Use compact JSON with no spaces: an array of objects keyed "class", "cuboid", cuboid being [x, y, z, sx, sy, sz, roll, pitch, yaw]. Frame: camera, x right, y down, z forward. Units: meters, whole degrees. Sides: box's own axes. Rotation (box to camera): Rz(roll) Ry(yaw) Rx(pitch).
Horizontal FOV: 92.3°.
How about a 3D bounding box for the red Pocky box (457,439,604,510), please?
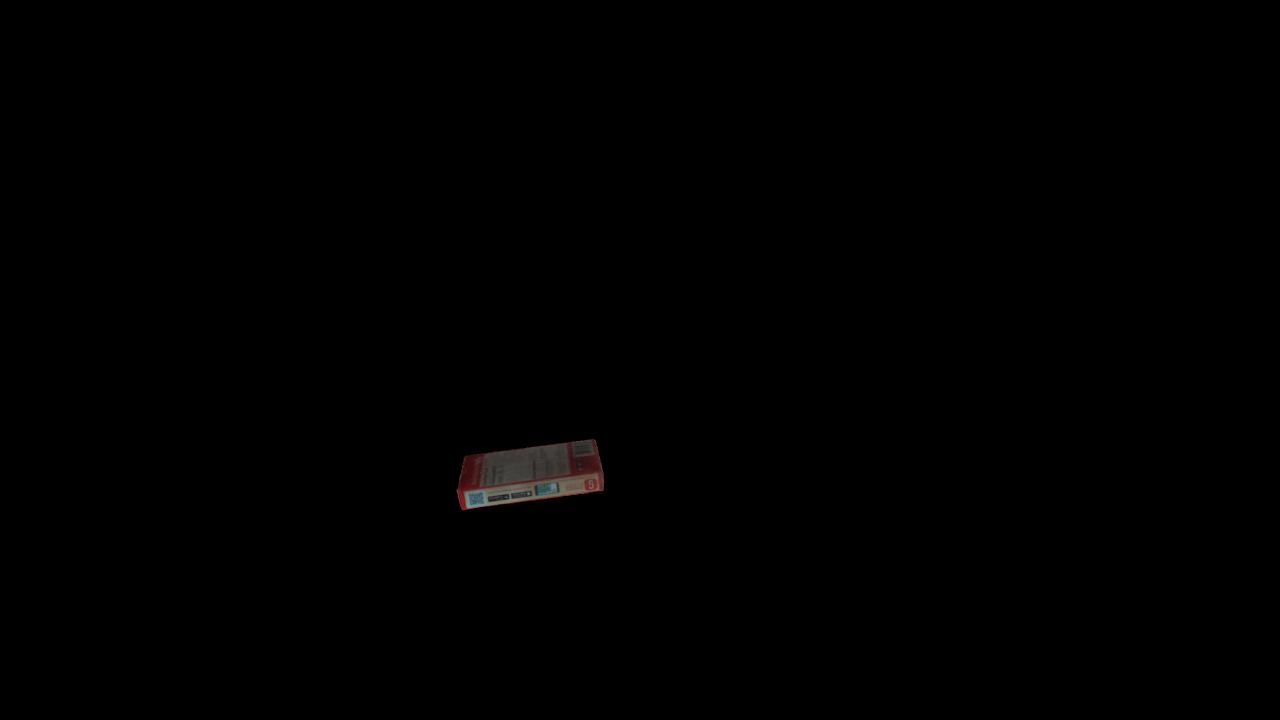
[{"class":"red Pocky box","cuboid":[-0.121,0.127,0.692,0.155,0.028,0.083,-6,21,-8]}]
